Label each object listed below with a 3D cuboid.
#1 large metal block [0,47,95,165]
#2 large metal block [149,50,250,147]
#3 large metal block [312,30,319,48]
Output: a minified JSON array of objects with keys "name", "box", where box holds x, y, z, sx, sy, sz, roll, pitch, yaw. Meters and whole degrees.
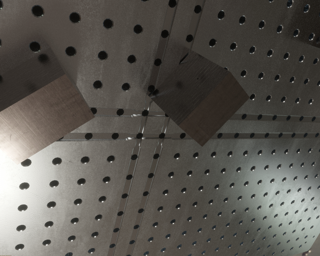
[{"name":"large metal block","box":[-0.119,-0.025,0.296,0.080,0.080,0.050,-33,129,-7]},{"name":"large metal block","box":[0.046,-0.038,0.379,0.080,0.080,0.050,-47,130,4]},{"name":"large metal block","box":[0.287,-0.141,0.448,0.050,0.080,0.079,7,115,-32]}]
